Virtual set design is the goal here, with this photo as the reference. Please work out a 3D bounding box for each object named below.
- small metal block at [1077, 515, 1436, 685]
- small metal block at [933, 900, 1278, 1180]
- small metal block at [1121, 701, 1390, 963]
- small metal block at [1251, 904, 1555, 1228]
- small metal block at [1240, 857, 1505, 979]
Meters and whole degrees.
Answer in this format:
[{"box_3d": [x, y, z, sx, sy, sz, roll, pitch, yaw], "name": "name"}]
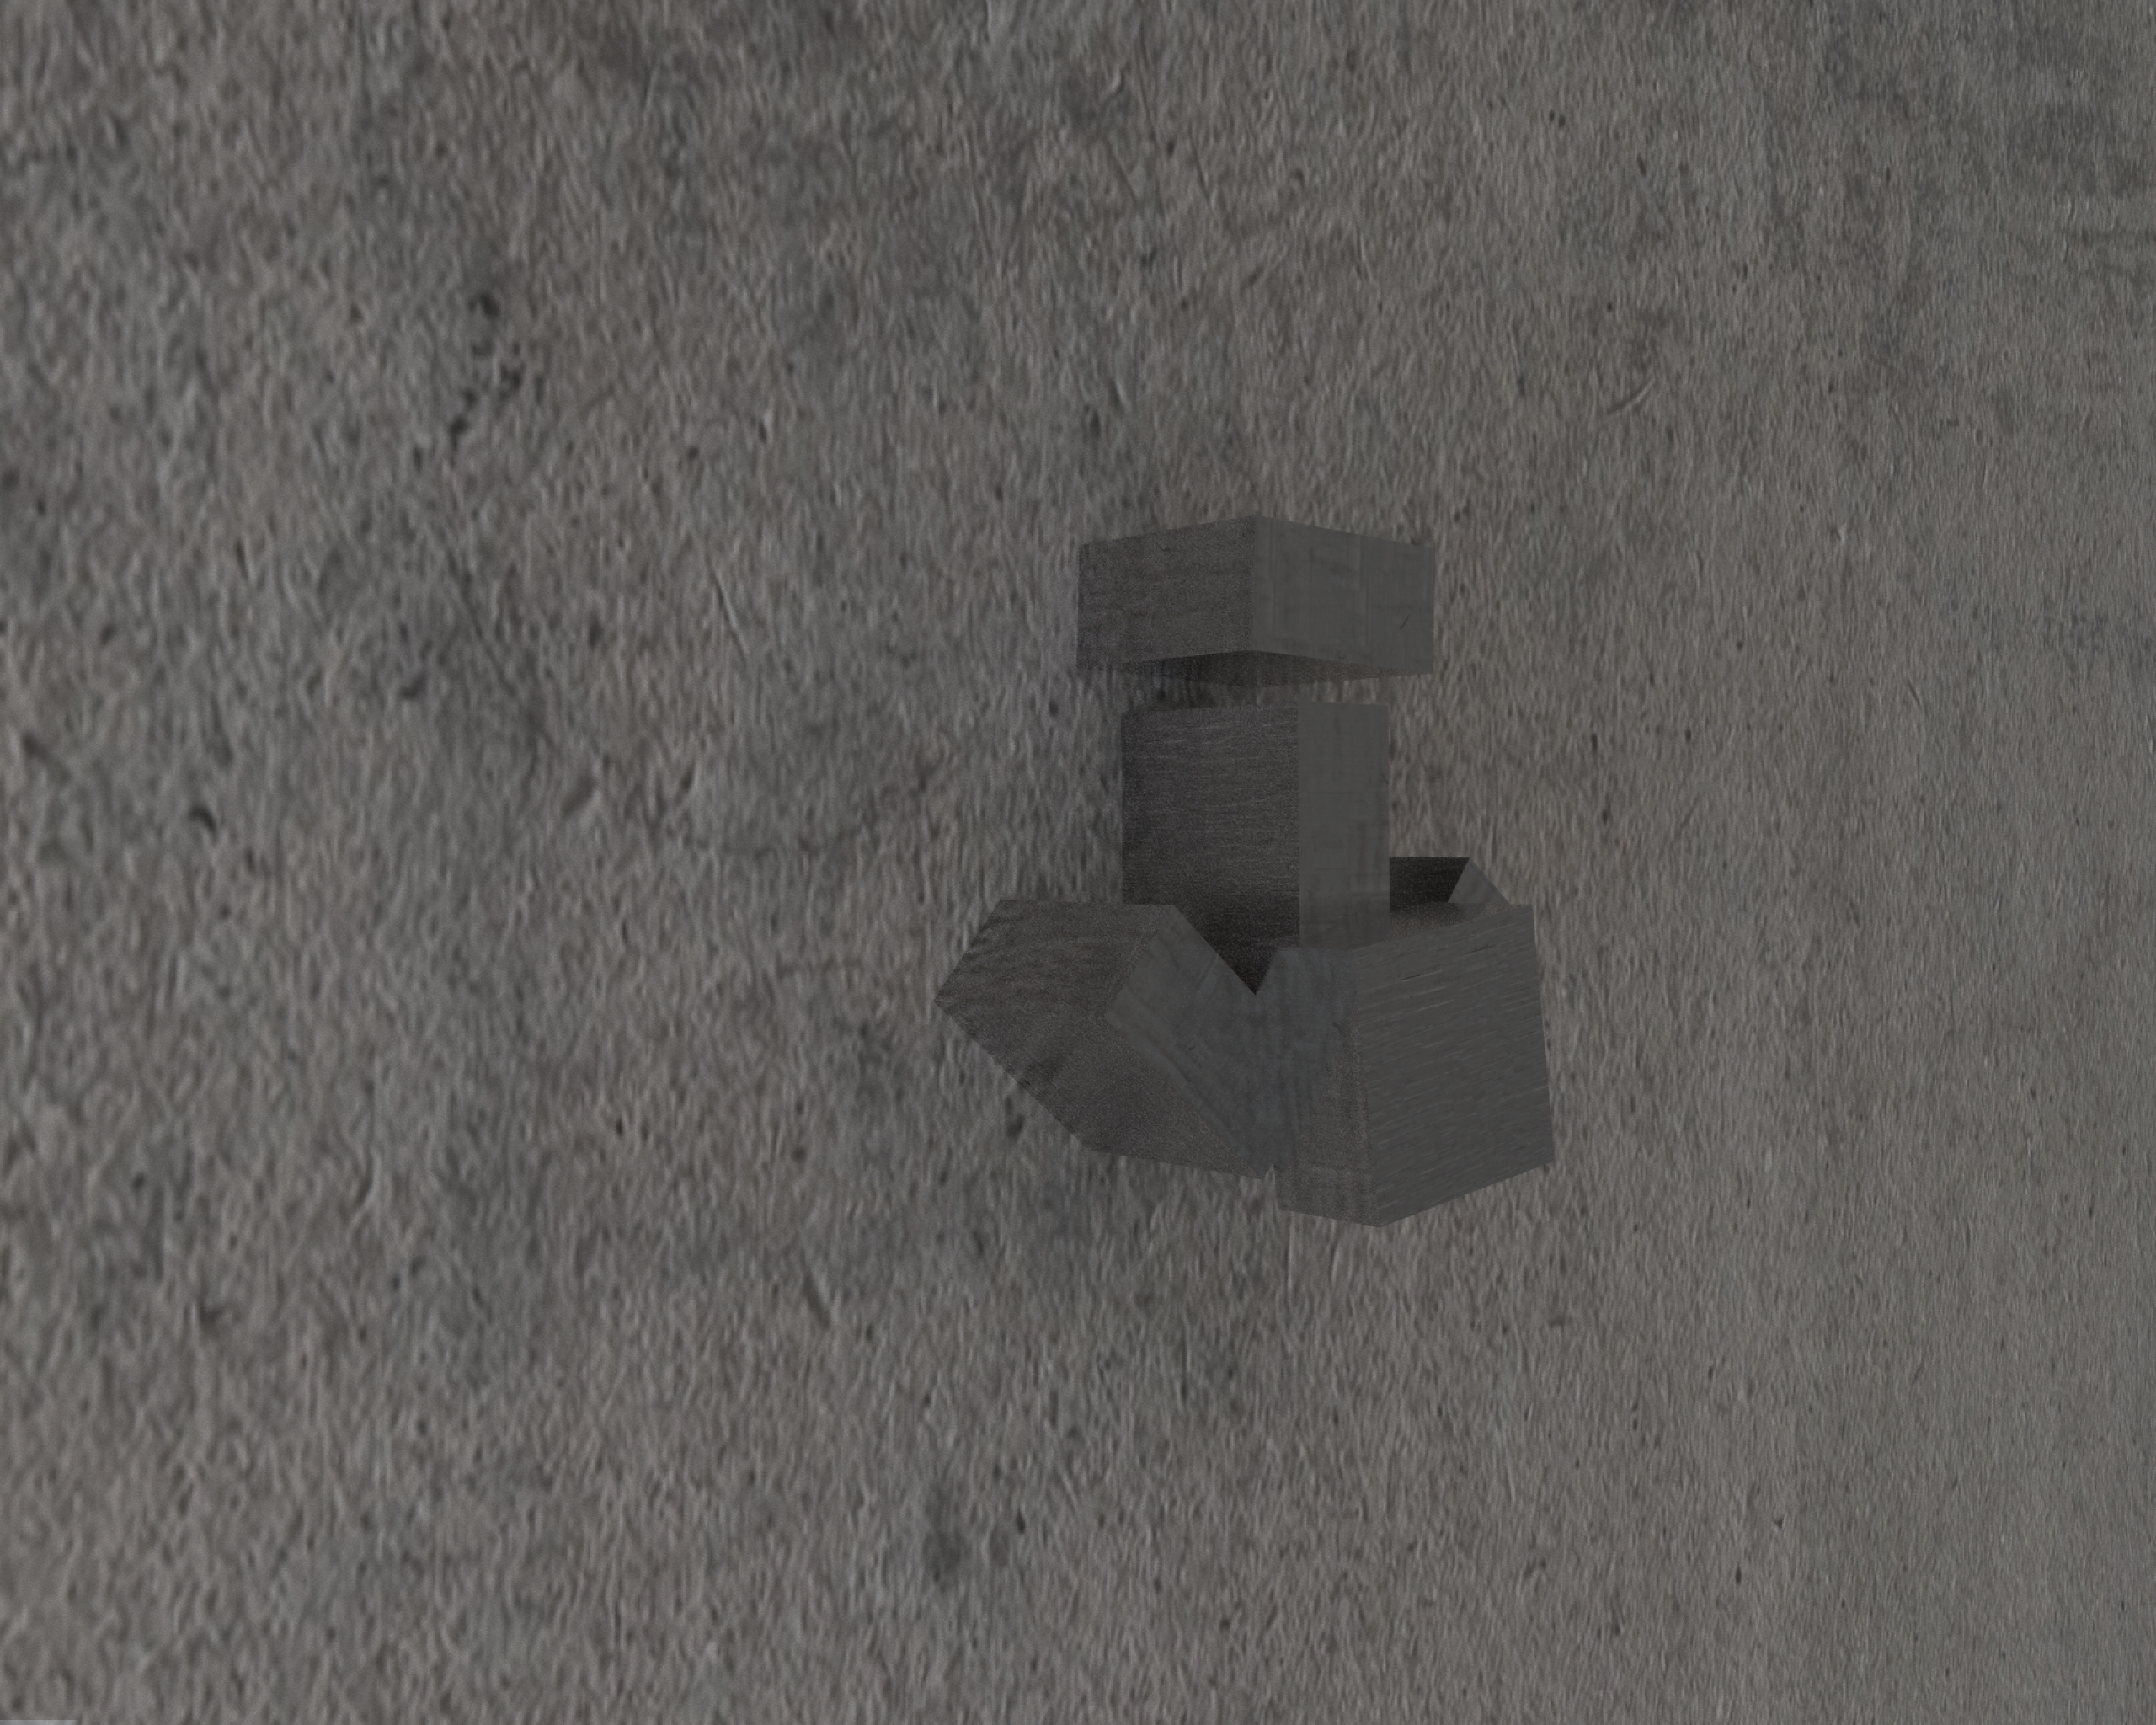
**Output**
[{"box_3d": [0.035, -0.051, 0.418, 0.050, 0.050, 0.025, 2, 89, -40], "name": "small metal block"}, {"box_3d": [0.010, 0.033, 0.396, 0.050, 0.050, 0.025, 47, 62, -30], "name": "small metal block"}, {"box_3d": [0.035, -0.006, 0.417, 0.025, 0.050, 0.050, -1, 91, -40], "name": "small metal block"}, {"box_3d": [0.062, 0.036, 0.391, 0.050, 0.025, 0.050, -11, 97, -39], "name": "small metal block"}, {"box_3d": [0.059, 0.026, 0.438, 0.025, 0.050, 0.050, 45, 63, -31], "name": "small metal block"}]
